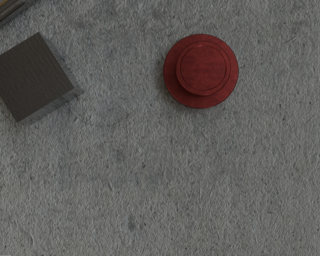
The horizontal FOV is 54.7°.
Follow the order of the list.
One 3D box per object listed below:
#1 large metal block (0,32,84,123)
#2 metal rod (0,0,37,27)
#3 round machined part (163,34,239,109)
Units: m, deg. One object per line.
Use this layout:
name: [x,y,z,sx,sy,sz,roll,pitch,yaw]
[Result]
large metal block: [-0.158,-0.061,0.395,0.080,0.050,0.080,-32,90,0]
metal rod: [-0.148,-0.196,0.407,0.301,0.025,0.025,-37,90,-1]
round machined part: [0.053,-0.074,0.402,0.099,0.042,0.097,0,90,-1]
